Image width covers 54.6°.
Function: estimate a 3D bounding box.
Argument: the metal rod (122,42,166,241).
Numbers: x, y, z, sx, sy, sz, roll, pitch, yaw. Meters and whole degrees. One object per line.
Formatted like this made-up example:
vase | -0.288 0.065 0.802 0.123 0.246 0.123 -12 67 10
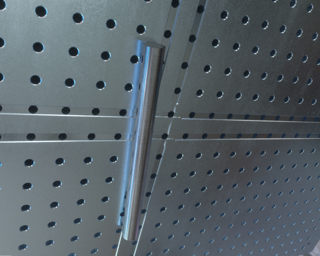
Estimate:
metal rod | -0.027 0.037 0.418 0.025 0.025 0.298 -6 121 -26
